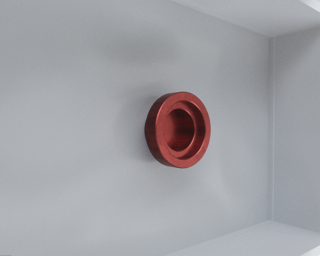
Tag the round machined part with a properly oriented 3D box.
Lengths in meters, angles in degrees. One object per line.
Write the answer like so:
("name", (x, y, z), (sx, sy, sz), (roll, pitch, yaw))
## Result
("round machined part", (0.019, 0.002, 0.409), (0.099, 0.042, 0.097), (0, 90, -40))
